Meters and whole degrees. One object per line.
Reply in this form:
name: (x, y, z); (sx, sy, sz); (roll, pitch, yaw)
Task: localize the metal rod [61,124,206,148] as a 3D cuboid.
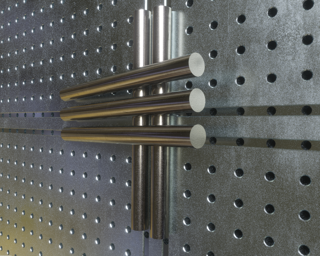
metal rod: (-0.061, 0.009, 0.430); (0.300, 0.025, 0.025); (0, 90, 48)

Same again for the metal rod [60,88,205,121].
metal rod: (-0.062, -0.026, 0.431); (0.300, 0.025, 0.025); (-1, 89, 48)

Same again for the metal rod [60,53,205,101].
metal rod: (-0.063, -0.063, 0.432); (0.300, 0.025, 0.025); (-2, 89, 47)

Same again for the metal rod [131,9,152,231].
metal rod: (-0.026, -0.010, 0.429); (0.025, 0.025, 0.298); (1, 91, 39)

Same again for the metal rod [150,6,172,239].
metal rod: (0.001, -0.007, 0.407); (0.025, 0.025, 0.298); (1, 91, 39)
